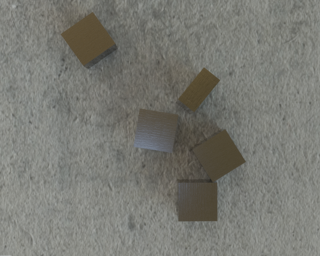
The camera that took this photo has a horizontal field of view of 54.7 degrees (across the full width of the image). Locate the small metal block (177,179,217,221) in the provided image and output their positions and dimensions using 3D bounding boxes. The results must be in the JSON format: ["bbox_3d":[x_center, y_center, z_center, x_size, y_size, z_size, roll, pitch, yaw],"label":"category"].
[{"bbox_3d":[0.049,0.095,0.411,0.050,0.025,0.050,0,90,-1],"label":"small metal block"}]

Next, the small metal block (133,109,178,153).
[{"bbox_3d":[-0.005,0.003,0.410,0.050,0.025,0.050,9,90,-1],"label":"small metal block"}]

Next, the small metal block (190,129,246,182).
[{"bbox_3d":[0.076,0.036,0.411,0.050,0.025,0.050,-32,90,-1],"label":"small metal block"}]

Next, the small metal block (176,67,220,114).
[{"bbox_3d":[0.047,-0.046,0.398,0.025,0.050,0.050,39,90,-1],"label":"small metal block"}]

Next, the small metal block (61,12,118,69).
[{"bbox_3d":[-0.092,-0.114,0.409,0.050,0.025,0.050,-35,90,0],"label":"small metal block"}]
